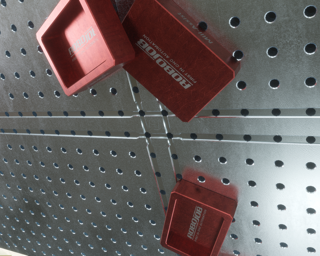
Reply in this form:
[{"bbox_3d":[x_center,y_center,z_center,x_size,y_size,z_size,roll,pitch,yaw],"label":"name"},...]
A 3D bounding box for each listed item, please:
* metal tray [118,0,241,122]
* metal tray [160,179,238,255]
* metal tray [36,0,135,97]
[{"bbox_3d":[0.013,-0.079,0.351,0.130,0.030,0.090,42,129,-2],"label":"metal tray"},{"bbox_3d":[0.054,0.147,0.469,0.090,0.030,0.129,20,126,15],"label":"metal tray"},{"bbox_3d":[-0.092,-0.098,0.363,0.130,0.030,0.090,-17,101,50],"label":"metal tray"}]
